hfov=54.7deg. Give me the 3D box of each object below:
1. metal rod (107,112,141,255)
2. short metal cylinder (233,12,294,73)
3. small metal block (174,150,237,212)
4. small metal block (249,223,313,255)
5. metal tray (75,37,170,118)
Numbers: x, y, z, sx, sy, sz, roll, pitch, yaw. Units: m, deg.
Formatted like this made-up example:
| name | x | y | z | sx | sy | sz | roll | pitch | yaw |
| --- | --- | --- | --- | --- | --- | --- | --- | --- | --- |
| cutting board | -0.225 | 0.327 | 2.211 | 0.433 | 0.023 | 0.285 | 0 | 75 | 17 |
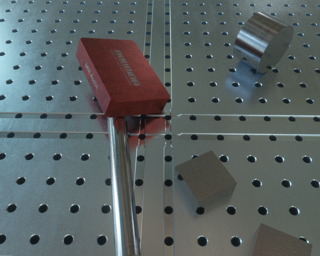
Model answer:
| name | x | y | z | sx | sy | sz | roll | pitch | yaw |
| --- | --- | --- | --- | --- | --- | --- | --- | --- | --- |
| metal rod | -0.053 | 0.014 | 0.395 | 0.025 | 0.025 | 0.300 | -6 | 50 | -6 |
| short metal cylinder | 0.162 | -0.133 | 0.486 | 0.080 | 0.080 | 0.050 | -33 | 58 | -25 |
| small metal block | 0.051 | 0.060 | 0.358 | 0.050 | 0.025 | 0.050 | -22 | 54 | -18 |
| small metal block | 0.114 | 0.129 | 0.301 | 0.050 | 0.025 | 0.050 | 21 | 53 | 16 |
| metal tray | -0.055 | -0.075 | 0.439 | 0.091 | 0.030 | 0.130 | -8 | 53 | -34 |
